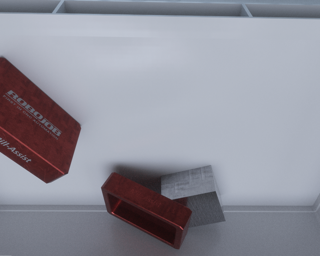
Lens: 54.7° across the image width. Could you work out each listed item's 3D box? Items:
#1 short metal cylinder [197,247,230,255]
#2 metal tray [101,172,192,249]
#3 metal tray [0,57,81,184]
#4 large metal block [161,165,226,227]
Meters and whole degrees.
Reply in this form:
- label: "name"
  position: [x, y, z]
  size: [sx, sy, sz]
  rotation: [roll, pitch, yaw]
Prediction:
- label: "short metal cylinder"
  position: [0.111, 0.289, 0.624]
  size: [0.050, 0.080, 0.080]
  rotation: [35, 122, -26]
- label: "metal tray"
  position: [-0.021, 0.125, 0.464]
  size: [0.130, 0.030, 0.089]
  rotation: [23, 144, 16]
- label: "metal tray"
  position: [-0.155, -0.008, 0.357]
  size: [0.030, 0.090, 0.130]
  rotation: [-28, 125, 21]
- label: "large metal block"
  position: [0.053, 0.111, 0.488]
  size: [0.080, 0.050, 0.080]
  rotation: [-14, 129, 11]
